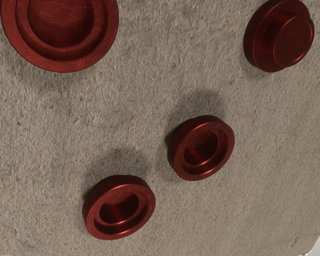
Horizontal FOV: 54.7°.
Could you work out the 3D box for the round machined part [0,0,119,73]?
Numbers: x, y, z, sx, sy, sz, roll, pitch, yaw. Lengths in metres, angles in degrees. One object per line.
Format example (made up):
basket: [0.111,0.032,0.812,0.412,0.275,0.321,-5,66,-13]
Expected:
round machined part: [-0.091,-0.104,0.282,0.099,0.042,0.097,-14,125,-21]

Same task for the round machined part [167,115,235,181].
round machined part: [0.054,0.024,0.442,0.099,0.042,0.097,-14,125,-21]

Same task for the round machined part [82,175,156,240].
round machined part: [-0.059,0.104,0.429,0.099,0.042,0.097,-14,125,-21]

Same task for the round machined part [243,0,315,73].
round machined part: [0.165,-0.120,0.414,0.099,0.042,0.097,-14,125,-21]
